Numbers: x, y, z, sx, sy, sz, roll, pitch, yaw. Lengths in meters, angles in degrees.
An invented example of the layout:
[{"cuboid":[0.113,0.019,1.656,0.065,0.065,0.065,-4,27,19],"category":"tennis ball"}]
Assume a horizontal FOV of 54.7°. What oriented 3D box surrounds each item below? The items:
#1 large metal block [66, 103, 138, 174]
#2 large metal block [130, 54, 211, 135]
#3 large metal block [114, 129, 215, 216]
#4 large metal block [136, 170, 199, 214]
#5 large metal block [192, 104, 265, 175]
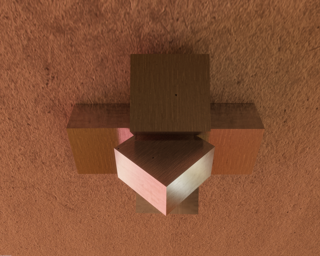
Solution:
[{"cuboid":[-0.068,0.014,0.403,0.081,0.050,0.079,0,130,0],"category":"large metal block"},{"cuboid":[0.010,-0.034,0.337,0.081,0.080,0.050,0,174,0],"category":"large metal block"},{"cuboid":[0.005,0.041,0.364,0.080,0.081,0.050,32,140,32],"category":"large metal block"},{"cuboid":[0.009,0.087,0.439,0.081,0.080,0.050,2,87,-1],"category":"large metal block"},{"cuboid":[0.081,0.015,0.403,0.081,0.050,0.079,0,130,-1],"category":"large metal block"}]
